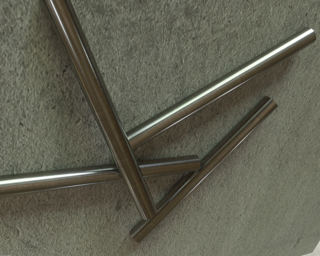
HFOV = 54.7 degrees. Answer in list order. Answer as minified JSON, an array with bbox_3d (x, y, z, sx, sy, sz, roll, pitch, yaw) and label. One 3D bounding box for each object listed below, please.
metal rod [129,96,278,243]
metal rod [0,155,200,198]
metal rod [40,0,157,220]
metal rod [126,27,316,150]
[{"bbox_3d":[0.066,0.066,0.482,0.300,0.025,0.025,-45,129,3],"label":"metal rod"},{"bbox_3d":[-0.081,0.060,0.399,0.303,0.025,0.025,-3,120,-27],"label":"metal rod"},{"bbox_3d":[-0.057,-0.005,0.351,0.025,0.025,0.299,-26,122,-12],"label":"metal rod"},{"bbox_3d":[0.084,-0.056,0.417,0.301,0.025,0.025,-31,129,-9],"label":"metal rod"}]
